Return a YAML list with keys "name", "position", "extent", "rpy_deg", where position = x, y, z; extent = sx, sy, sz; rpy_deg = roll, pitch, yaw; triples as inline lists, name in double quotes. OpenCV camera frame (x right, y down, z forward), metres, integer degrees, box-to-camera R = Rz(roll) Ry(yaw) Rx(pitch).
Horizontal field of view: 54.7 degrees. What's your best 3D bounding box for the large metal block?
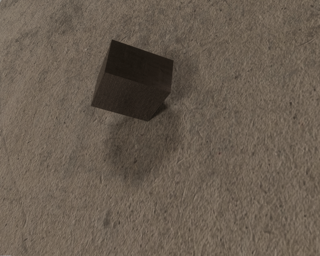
- name: "large metal block"
  position: [-0.037, -0.057, 0.400]
  extent: [0.080, 0.081, 0.050]
  rpy_deg: [132, 149, -56]
